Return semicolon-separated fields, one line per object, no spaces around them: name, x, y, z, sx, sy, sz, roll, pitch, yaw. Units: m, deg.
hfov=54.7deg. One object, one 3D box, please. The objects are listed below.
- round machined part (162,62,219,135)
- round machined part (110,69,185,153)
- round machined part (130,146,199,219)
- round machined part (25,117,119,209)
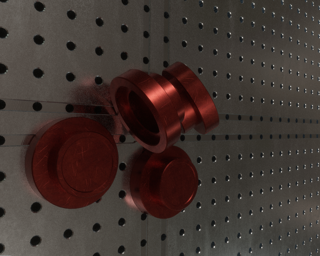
round machined part;0.029;-0.032;0.395;0.042;0.098;0.098;-33;114;-6
round machined part;-0.010;-0.023;0.352;0.042;0.098;0.098;-35;112;-26
round machined part;0.013;0.072;0.411;0.099;0.042;0.097;0;90;-40
round machined part;-0.085;0.037;0.328;0.099;0.042;0.097;0;90;-40
